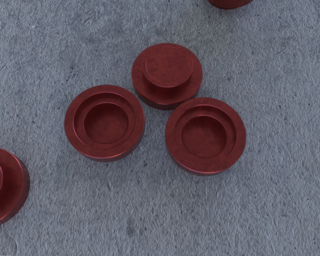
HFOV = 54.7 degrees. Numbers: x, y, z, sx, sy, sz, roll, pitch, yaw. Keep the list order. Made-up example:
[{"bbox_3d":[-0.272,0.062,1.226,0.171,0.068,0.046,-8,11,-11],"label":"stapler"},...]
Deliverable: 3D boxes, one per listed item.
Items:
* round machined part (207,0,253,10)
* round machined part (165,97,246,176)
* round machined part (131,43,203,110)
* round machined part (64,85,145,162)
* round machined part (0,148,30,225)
[{"bbox_3d":[0.106,-0.225,0.482,0.099,0.042,0.098,0,70,0],"label":"round machined part"},{"bbox_3d":[0.056,0.013,0.394,0.099,0.042,0.098,0,70,0],"label":"round machined part"},{"bbox_3d":[0.010,-0.077,0.427,0.099,0.042,0.098,0,70,0],"label":"round machined part"},{"bbox_3d":[-0.068,-0.003,0.400,0.099,0.042,0.098,0,70,0],"label":"round machined part"},{"bbox_3d":[-0.214,0.069,0.372,0.099,0.042,0.098,0,70,0],"label":"round machined part"}]
